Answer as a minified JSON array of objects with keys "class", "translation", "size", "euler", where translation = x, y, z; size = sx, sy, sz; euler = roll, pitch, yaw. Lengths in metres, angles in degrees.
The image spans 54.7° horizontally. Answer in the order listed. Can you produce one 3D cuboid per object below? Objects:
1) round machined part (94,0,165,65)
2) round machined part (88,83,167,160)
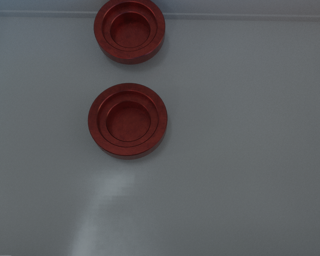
[{"class":"round machined part","translation":[-0.042,-0.136,0.445],"size":[0.099,0.042,0.098],"euler":[0,78,0]},{"class":"round machined part","translation":[-0.040,-0.006,0.402],"size":[0.099,0.042,0.098],"euler":[0,70,-1]}]
